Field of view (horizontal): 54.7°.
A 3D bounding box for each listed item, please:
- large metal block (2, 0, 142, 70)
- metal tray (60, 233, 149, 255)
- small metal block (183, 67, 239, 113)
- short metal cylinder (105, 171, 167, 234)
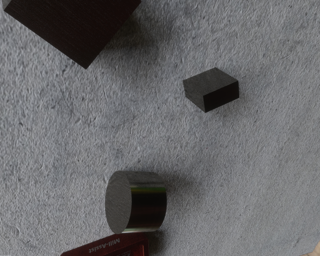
[{"bbox_3d":[-0.079,-0.114,0.277,0.080,0.050,0.080,-49,129,6],"label":"large metal block"},{"bbox_3d":[-0.083,0.215,0.491,0.131,0.030,0.089,-14,124,-21],"label":"metal tray"},{"bbox_3d":[0.065,-0.050,0.395,0.050,0.050,0.025,-24,127,-14],"label":"small metal block"},{"bbox_3d":[-0.034,0.098,0.413,0.050,0.080,0.079,8,115,-32],"label":"short metal cylinder"}]
